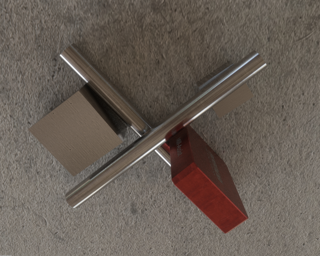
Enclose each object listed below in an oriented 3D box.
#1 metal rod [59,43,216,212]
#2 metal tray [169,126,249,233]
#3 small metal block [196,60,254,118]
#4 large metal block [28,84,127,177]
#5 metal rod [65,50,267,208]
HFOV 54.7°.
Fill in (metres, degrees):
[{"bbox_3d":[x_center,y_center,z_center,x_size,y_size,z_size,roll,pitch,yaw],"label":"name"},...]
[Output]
[{"bbox_3d":[-0.013,0.010,0.415,0.025,0.025,0.300,-40,106,13],"label":"metal rod"},{"bbox_3d":[0.053,0.052,0.374,0.030,0.130,0.090,-41,105,14],"label":"metal tray"},{"bbox_3d":[0.082,-0.049,0.394,0.050,0.025,0.050,-34,107,11],"label":"small metal block"},{"bbox_3d":[-0.101,0.001,0.395,0.080,0.050,0.080,-35,107,11],"label":"large metal block"},{"bbox_3d":[-0.001,0.009,0.387,0.300,0.025,0.025,-37,106,12],"label":"metal rod"}]
